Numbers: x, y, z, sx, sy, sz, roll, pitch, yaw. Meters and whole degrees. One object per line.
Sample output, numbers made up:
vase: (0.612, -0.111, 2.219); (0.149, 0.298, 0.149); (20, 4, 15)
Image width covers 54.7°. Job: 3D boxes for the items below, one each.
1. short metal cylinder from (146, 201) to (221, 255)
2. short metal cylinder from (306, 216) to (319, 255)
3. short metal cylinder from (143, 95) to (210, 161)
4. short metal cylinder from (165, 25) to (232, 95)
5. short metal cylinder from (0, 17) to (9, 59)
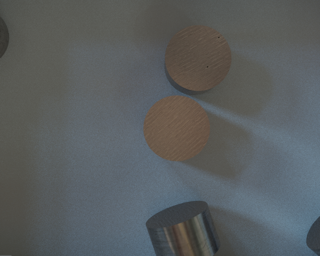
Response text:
short metal cylinder: (0.028, 0.130, 0.384); (0.080, 0.080, 0.050); (-18, 90, 0)
short metal cylinder: (0.231, 0.136, 0.383); (0.050, 0.080, 0.080); (41, 90, 9)
short metal cylinder: (0.020, 0.000, 0.399); (0.081, 0.050, 0.080); (0, 90, 0)
short metal cylinder: (0.046, -0.085, 0.399); (0.081, 0.050, 0.080); (0, 90, 0)
short metal cylinder: (-0.246, -0.123, 0.397); (0.081, 0.050, 0.080); (0, 90, 0)
